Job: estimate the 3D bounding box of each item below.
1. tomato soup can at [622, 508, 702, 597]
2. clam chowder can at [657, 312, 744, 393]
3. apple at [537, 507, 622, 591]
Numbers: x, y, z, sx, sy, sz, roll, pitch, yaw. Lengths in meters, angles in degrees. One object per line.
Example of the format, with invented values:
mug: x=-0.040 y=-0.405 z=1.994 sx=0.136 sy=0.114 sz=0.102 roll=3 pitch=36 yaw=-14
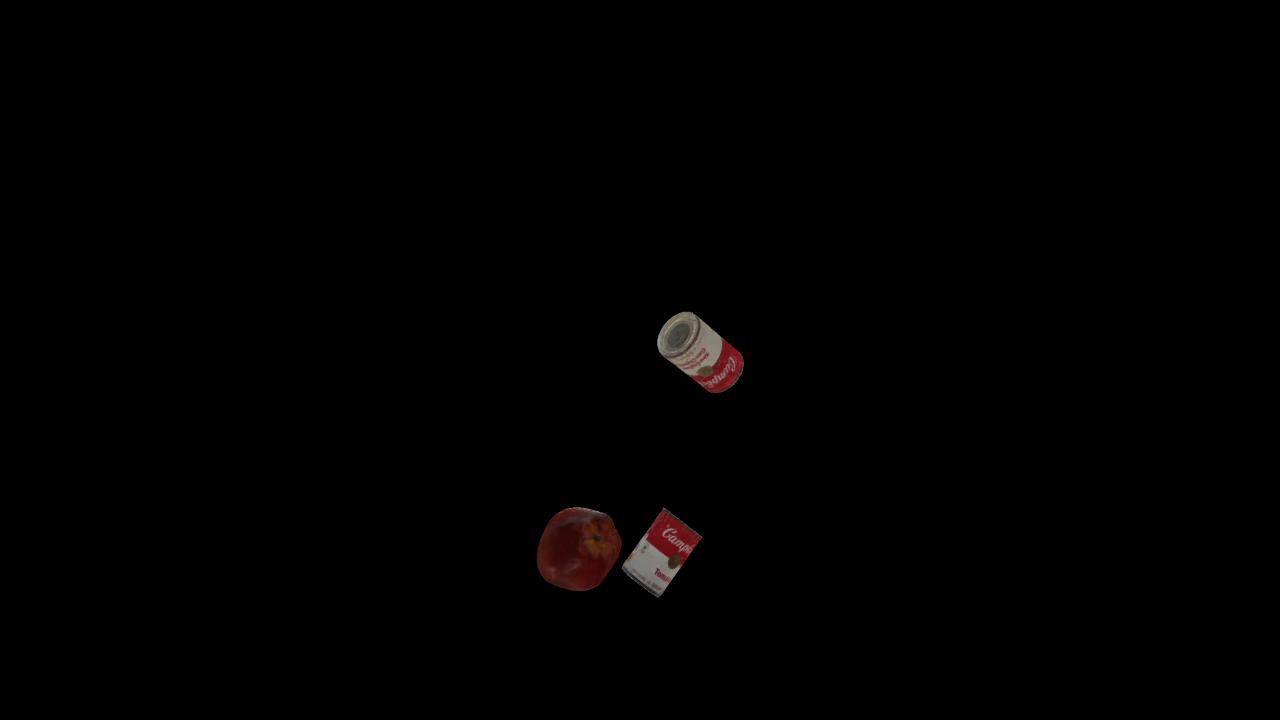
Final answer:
tomato soup can: x=0.029 y=0.265 z=0.850 sx=0.068 sy=0.101 sz=0.068 roll=37 pitch=-10 yaw=7
clam chowder can: x=0.078 y=-0.010 z=0.792 sx=0.068 sy=0.068 sz=0.102 roll=0 pitch=-28 yaw=47
apple: x=-0.059 y=0.180 z=0.588 sx=0.079 sy=0.079 sz=0.093 roll=0 pitch=-21 yaw=-33
